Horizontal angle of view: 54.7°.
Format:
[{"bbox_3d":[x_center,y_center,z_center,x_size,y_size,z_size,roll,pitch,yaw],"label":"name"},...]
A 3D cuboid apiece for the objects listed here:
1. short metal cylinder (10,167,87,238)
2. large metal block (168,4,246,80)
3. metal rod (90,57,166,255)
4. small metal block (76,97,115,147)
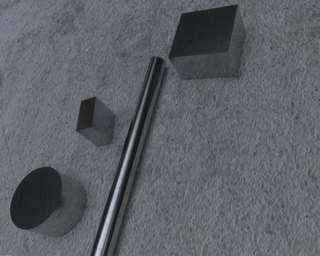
[{"bbox_3d":[-0.144,0.097,0.404,0.080,0.050,0.080,-13,56,21],"label":"short metal cylinder"},{"bbox_3d":[0.066,-0.115,0.423,0.080,0.050,0.080,2,62,29],"label":"large metal block"},{"bbox_3d":[-0.037,0.033,0.403,0.025,0.025,0.300,0,62,28],"label":"metal rod"},{"bbox_3d":[-0.090,-0.008,0.440,0.025,0.050,0.050,-13,56,21],"label":"small metal block"}]
